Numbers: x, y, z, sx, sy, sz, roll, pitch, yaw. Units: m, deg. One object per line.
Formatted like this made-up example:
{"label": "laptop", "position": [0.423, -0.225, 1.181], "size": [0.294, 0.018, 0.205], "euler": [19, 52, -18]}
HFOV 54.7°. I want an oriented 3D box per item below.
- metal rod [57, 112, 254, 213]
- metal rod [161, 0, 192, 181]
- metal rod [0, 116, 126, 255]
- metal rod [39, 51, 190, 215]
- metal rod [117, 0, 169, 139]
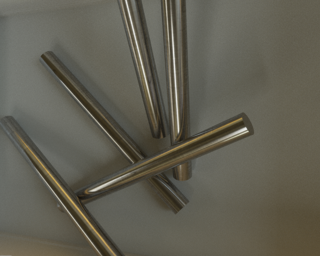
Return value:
{"label": "metal rod", "position": [-0.027, 0.055, 0.388], "size": [0.299, 0.025, 0.025], "euler": [-27, 81, 29]}
{"label": "metal rod", "position": [0.018, -0.071, 0.335], "size": [0.025, 0.025, 0.298], "euler": [6, 119, 20]}
{"label": "metal rod", "position": [-0.145, 0.079, 0.433], "size": [0.300, 0.025, 0.025], "euler": [41, 103, 26]}
{"label": "metal rod", "position": [-0.072, -0.002, 0.435], "size": [0.300, 0.025, 0.025], "euler": [46, 104, 14]}
{"label": "metal rod", "position": [-0.028, -0.118, 0.337], "size": [0.025, 0.025, 0.298], "euler": [-1, 123, 20]}
